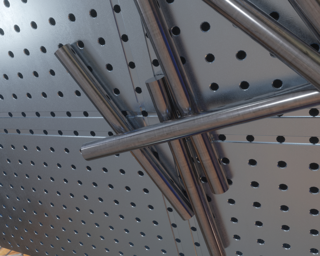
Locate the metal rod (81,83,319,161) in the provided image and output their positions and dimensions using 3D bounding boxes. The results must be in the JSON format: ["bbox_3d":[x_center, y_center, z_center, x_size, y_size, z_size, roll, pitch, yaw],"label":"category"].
[{"bbox_3d":[0.036,-0.003,0.358,0.300,0.025,0.025,-15,111,23],"label":"metal rod"}]

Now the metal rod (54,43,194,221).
[{"bbox_3d":[-0.044,0.012,0.442,0.025,0.025,0.300,-29,103,37],"label":"metal rod"}]

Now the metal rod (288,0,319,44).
[{"bbox_3d":[0.158,-0.080,0.278,0.300,0.025,0.025,49,129,-7],"label":"metal rod"}]

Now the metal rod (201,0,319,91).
[{"bbox_3d":[0.093,-0.093,0.287,0.300,0.025,0.025,40,129,7],"label":"metal rod"}]

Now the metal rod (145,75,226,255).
[{"bbox_3d":[0.043,0.070,0.432,0.025,0.025,0.299,-7,115,31],"label":"metal rod"}]

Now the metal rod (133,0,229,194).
[{"bbox_3d":[0.025,-0.047,0.369,0.025,0.025,0.299,-11,113,33],"label":"metal rod"}]
